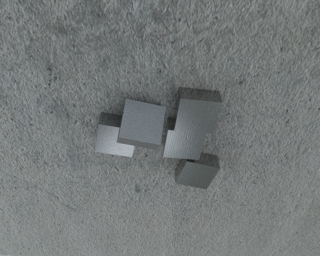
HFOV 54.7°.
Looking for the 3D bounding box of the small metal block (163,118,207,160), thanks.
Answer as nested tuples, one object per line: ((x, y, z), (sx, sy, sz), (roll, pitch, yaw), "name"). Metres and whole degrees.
((0.032, 0.015, 0.421), (0.050, 0.025, 0.050), (5, 130, -5), "small metal block")

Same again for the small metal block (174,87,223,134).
((0.046, -0.021, 0.389), (0.050, 0.025, 0.050), (5, 130, -5), "small metal block")

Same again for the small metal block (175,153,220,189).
((0.054, 0.062, 0.460), (0.050, 0.025, 0.050), (13, 129, -11), "small metal block")

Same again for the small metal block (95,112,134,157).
((-0.058, 0.010, 0.415), (0.050, 0.025, 0.050), (9, 130, -8), "small metal block")

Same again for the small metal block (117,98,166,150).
((-0.023, -0.004, 0.383), (0.050, 0.050, 0.025), (11, 160, -10), "small metal block")
